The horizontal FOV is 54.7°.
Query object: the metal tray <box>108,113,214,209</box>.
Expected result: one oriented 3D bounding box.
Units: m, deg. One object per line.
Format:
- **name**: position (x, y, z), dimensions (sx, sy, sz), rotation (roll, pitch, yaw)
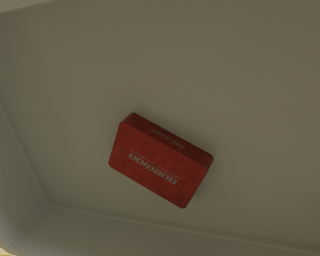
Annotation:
- **metal tray**: position (-0.003, 0.047, 0.434), dimensions (0.130, 0.030, 0.089), rotation (29, 128, 9)
